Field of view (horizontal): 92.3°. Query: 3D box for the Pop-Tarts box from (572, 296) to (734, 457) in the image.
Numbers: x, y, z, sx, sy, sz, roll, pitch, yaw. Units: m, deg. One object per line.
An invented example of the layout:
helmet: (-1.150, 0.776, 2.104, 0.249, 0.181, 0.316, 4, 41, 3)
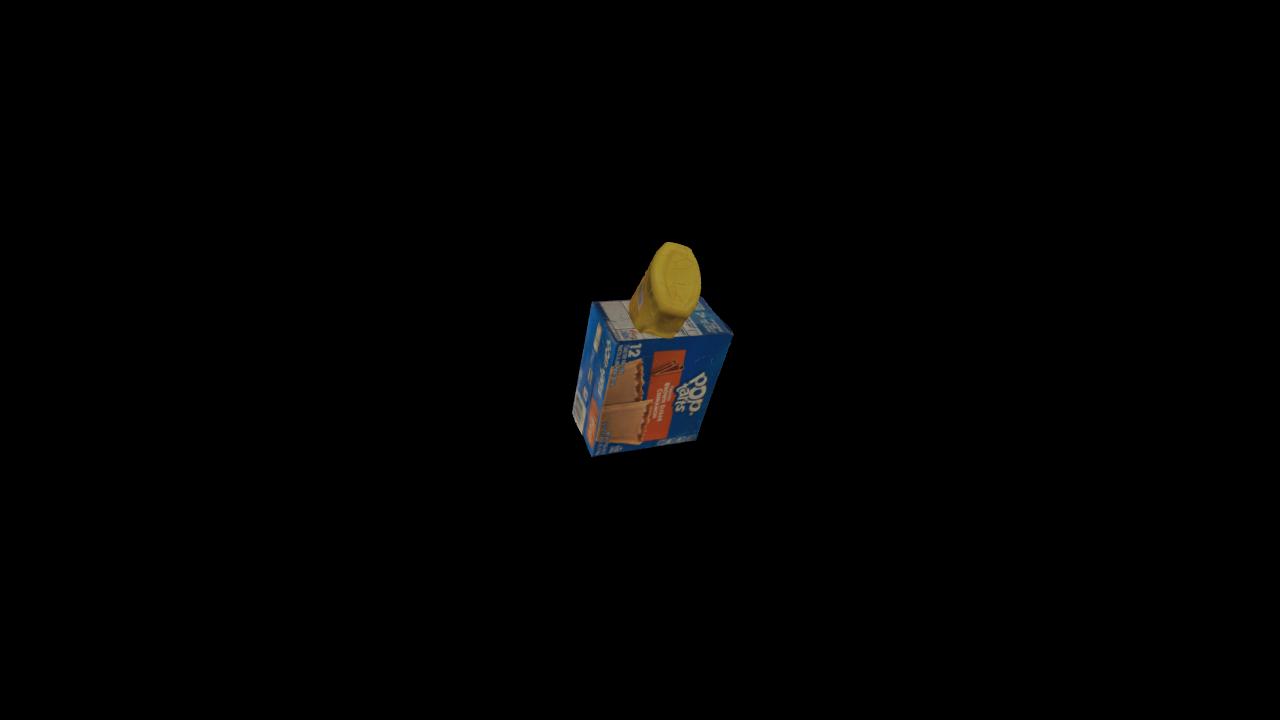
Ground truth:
Pop-Tarts box: (0.009, 0.019, 0.709, 0.141, 0.167, 0.083, -5, 41, -25)

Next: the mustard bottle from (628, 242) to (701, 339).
mustard bottle: (0.006, -0.041, 0.674, 0.054, 0.092, 0.184, 8, -30, -18)
